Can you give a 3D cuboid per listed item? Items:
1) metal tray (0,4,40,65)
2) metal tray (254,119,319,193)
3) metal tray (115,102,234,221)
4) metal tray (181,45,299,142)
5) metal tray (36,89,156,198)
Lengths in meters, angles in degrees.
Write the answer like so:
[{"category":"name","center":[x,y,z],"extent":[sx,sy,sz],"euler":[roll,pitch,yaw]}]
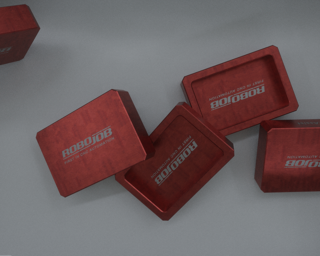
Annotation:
[{"category":"metal tray","center":[-0.212,-0.093,0.344],"extent":[0.131,0.090,0.030],"euler":[-29,93,-39]},{"category":"metal tray","center":[0.194,0.035,0.396],"extent":[0.131,0.030,0.089],"euler":[-1,111,-1]},{"category":"metal tray","center":[0.017,0.043,0.391],"extent":[0.090,0.030,0.130],"euler":[41,106,-1]},{"category":"metal tray","center":[0.103,-0.044,0.410],"extent":[0.131,0.030,0.090],"euler":[-20,90,-1]},{"category":"metal tray","center":[-0.082,0.020,0.382],"extent":[0.130,0.030,0.090],"euler":[-27,85,19]}]
